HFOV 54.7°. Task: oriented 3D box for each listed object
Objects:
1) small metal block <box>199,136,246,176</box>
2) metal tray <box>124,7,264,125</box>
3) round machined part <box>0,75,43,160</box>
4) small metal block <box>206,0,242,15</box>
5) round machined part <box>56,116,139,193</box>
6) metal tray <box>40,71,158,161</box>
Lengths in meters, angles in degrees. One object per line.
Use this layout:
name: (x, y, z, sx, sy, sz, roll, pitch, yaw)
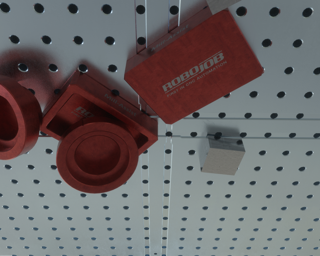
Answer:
small metal block: (0.088, 0.040, 0.447, 0.050, 0.025, 0.050, 7, 130, -6)
metal tray: (0.037, -0.068, 0.351, 0.130, 0.030, 0.090, -29, 125, 22)
round machined part: (-0.181, -0.015, 0.368, 0.098, 0.042, 0.097, 7, 110, 21)
small metal block: (0.063, -0.135, 0.281, 0.050, 0.050, 0.025, -23, 127, 18)
round machined part: (-0.080, 0.031, 0.394, 0.099, 0.042, 0.097, -6, 113, -14)
metal tray: (-0.078, -0.003, 0.404, 0.130, 0.030, 0.090, 33, 122, -26)
